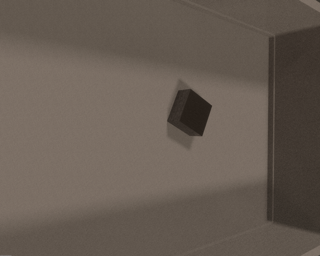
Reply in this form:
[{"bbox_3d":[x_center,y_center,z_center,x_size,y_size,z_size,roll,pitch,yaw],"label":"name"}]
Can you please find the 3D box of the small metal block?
[{"bbox_3d":[0.044,-0.021,0.445,0.050,0.025,0.050,32,70,-36],"label":"small metal block"}]
